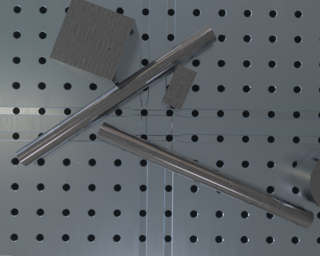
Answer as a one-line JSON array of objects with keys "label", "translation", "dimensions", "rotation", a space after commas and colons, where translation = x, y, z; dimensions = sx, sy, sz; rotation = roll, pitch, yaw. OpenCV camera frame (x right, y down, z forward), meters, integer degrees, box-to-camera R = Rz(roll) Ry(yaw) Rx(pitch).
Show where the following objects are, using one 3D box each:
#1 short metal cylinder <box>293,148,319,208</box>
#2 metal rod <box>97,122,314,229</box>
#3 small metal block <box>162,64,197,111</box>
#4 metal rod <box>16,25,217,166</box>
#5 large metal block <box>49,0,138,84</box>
[{"label": "short metal cylinder", "translation": [0.223, 0.067, 0.403], "dimensions": [0.081, 0.050, 0.079], "rotation": [0, 90, 0]}, {"label": "metal rod", "translation": [0.060, 0.063, 0.413], "dimensions": [0.301, 0.025, 0.025], "rotation": [23, 90, 0]}, {"label": "small metal block", "translation": [0.024, -0.050, 0.401], "dimensions": [0.025, 0.050, 0.050], "rotation": [24, 90, 0]}, {"label": "metal rod", "translation": [-0.057, -0.043, 0.412], "dimensions": [0.301, 0.025, 0.025], "rotation": [-34, 90, 0]}, {"label": "large metal block", "translation": [-0.082, -0.109, 0.400], "dimensions": [0.080, 0.050, 0.080], "rotation": [21, 90, 0]}]
